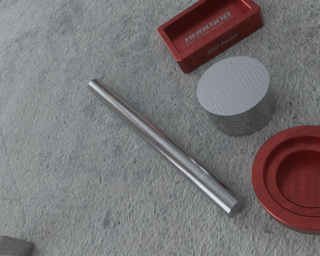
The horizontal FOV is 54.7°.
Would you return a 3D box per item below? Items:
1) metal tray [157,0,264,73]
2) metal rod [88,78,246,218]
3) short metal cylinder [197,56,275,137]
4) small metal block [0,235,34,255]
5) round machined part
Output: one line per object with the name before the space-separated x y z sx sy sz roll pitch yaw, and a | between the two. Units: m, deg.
metal tray | 0.070 -0.148 0.453 0.130 0.030 0.090 -32 52 7
metal rod | -0.013 0.006 0.405 0.025 0.025 0.300 -47 52 -5
short metal cylinder | 0.090 -0.037 0.363 0.080 0.050 0.080 -13 56 20
small metal block | -0.201 0.156 0.395 0.050 0.050 0.025 -10 58 23
round machined part | 0.140 0.050 0.289 0.098 0.042 0.098 -13 56 20
